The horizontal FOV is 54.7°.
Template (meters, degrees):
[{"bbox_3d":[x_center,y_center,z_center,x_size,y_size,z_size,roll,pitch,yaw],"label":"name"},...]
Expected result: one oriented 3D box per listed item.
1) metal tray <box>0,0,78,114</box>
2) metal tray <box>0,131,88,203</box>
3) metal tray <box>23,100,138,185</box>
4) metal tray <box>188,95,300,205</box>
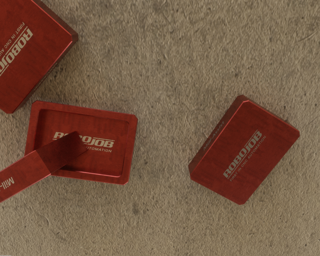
[{"bbox_3d":[-0.175,-0.092,0.371,0.090,0.030,0.130,42,105,-14],"label":"metal tray"},{"bbox_3d":[-0.164,0.055,0.380,0.130,0.090,0.030,-29,95,20],"label":"metal tray"},{"bbox_3d":[-0.099,0.018,0.397,0.131,0.030,0.089,8,90,-4],"label":"metal tray"},{"bbox_3d":[0.110,0.032,0.420,0.090,0.030,0.129,29,107,-11],"label":"metal tray"}]
